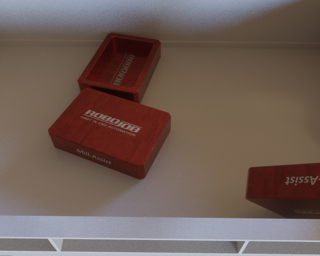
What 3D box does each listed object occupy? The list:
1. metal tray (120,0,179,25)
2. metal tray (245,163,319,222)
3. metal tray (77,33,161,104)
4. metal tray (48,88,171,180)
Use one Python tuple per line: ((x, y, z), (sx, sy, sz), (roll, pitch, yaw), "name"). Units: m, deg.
((-0.014, -0.260, 0.622), (0.090, 0.030, 0.130), (14, 51, 11), "metal tray")
((0.155, 0.059, 0.270), (0.130, 0.090, 0.030), (-13, 57, 47), "metal tray")
((-0.058, -0.094, 0.479), (0.090, 0.030, 0.130), (12, 51, 9), "metal tray")
((-0.062, 0.003, 0.399), (0.130, 0.030, 0.090), (18, 52, 14), "metal tray")
